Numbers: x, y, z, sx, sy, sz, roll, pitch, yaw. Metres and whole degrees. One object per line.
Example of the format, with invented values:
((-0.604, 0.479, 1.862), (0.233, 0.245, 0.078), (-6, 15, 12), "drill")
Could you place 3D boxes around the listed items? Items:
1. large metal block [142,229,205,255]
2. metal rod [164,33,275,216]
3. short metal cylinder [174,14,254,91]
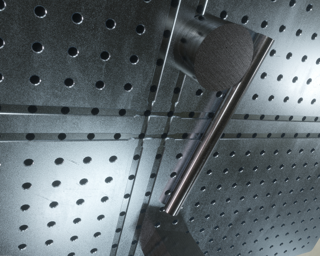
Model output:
((0.029, 0.225, 0.530), (0.080, 0.080, 0.050), (19, 108, -36), "large metal block")
((0.080, 0.006, 0.458), (0.025, 0.025, 0.298), (13, 112, -34), "metal rod")
((0.064, -0.091, 0.374), (0.081, 0.050, 0.079), (-14, 124, -21), "short metal cylinder")
